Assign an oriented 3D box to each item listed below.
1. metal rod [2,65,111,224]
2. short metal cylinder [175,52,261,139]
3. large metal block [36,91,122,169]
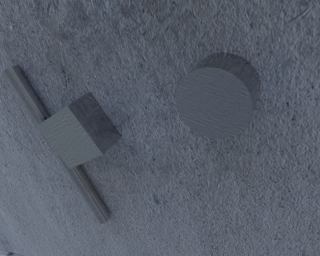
[{"bbox_3d":[-0.163,0.037,0.513,0.025,0.025,0.299,-14,111,33],"label":"metal rod"},{"bbox_3d":[0.063,-0.035,0.335,0.080,0.050,0.079,13,124,20],"label":"short metal cylinder"},{"bbox_3d":[-0.118,0.005,0.454,0.080,0.050,0.080,-24,106,36],"label":"large metal block"}]
